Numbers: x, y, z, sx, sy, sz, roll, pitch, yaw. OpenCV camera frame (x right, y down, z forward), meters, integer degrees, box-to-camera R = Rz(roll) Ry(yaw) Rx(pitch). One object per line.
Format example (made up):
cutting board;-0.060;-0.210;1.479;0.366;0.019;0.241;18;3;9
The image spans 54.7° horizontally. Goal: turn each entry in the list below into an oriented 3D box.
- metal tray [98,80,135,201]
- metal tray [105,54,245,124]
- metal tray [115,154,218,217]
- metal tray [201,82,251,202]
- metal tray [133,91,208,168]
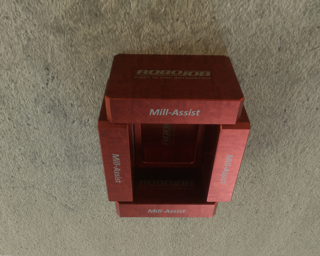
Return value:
metal tray;-0.048;0.016;0.379;0.030;0.090;0.129;1;130;-1
metal tray;0.014;-0.044;0.328;0.131;0.090;0.030;1;130;-1
metal tray;0.008;0.078;0.432;0.131;0.090;0.030;1;130;-1
metal tray;0.074;0.018;0.381;0.030;0.090;0.129;1;130;-1
metal tray;0.012;-0.003;0.403;0.091;0.030;0.129;0;130;-1
